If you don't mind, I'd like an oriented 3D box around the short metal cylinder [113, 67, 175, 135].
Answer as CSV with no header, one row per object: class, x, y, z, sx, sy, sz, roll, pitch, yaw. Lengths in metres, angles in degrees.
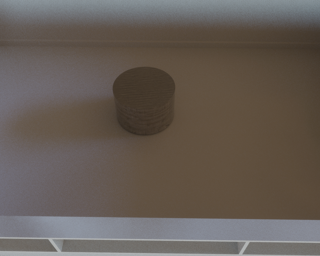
short metal cylinder,-0.020,-0.037,0.418,0.080,0.050,0.080,0,50,0
